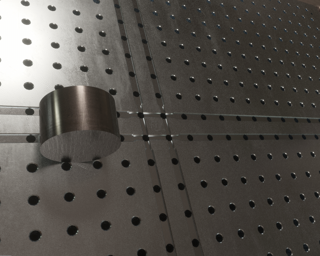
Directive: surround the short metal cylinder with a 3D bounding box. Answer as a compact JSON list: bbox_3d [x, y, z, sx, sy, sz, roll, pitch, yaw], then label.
[{"bbox_3d":[-0.085,-0.001,0.329,0.081,0.080,0.050,2,61,-28],"label":"short metal cylinder"}]
